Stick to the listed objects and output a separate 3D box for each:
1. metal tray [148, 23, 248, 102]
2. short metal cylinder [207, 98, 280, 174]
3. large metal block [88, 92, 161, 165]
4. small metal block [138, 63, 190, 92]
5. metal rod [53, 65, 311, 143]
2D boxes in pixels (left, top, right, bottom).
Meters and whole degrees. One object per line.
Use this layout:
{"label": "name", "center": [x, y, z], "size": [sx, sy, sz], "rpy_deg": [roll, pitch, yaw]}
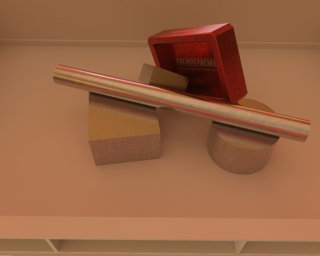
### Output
{"label": "metal tray", "center": [0.044, -0.081, 0.397], "size": [0.030, 0.090, 0.130], "rpy_deg": [-33, 28, -26]}
{"label": "short metal cylinder", "center": [0.101, 0.009, 0.381], "size": [0.081, 0.050, 0.080], "rpy_deg": [0, 50, 0]}
{"label": "large metal block", "center": [-0.045, -0.004, 0.390], "size": [0.081, 0.050, 0.080], "rpy_deg": [-6, 50, -6]}
{"label": "small metal block", "center": [0.004, -0.065, 0.414], "size": [0.050, 0.025, 0.050], "rpy_deg": [15, 10, -22]}
{"label": "metal rod", "center": [0.015, -0.032, 0.364], "size": [0.301, 0.025, 0.025], "rpy_deg": [14, 51, 11]}
